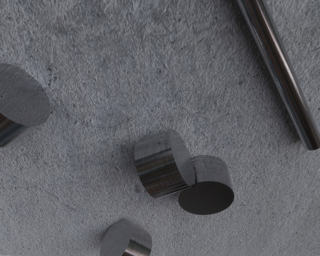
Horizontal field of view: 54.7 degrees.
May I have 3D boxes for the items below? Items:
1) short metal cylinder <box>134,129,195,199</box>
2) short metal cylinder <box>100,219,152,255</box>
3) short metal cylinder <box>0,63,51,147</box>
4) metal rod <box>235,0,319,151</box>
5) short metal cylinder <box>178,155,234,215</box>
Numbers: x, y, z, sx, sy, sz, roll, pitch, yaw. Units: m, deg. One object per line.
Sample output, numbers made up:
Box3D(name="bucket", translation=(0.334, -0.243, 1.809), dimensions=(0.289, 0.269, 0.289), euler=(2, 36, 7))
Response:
Box3D(name="short metal cylinder", translation=(0.008, 0.048, 0.412), dimensions=(0.050, 0.080, 0.080), euler=(-21, 127, 17))
Box3D(name="short metal cylinder", translation=(-0.060, 0.210, 0.549), dimensions=(0.080, 0.080, 0.050), euler=(-35, 122, 26))
Box3D(name="short metal cylinder", translation=(-0.173, -0.025, 0.348), dimensions=(0.050, 0.080, 0.080), euler=(-32, 124, 24))
Box3D(name="metal rod", translation=(0.130, -0.075, 0.344), dimensions=(0.025, 0.025, 0.300), euler=(-26, 126, 20))
Box3D(name="short metal cylinder", translation=(0.067, 0.086, 0.465), dimensions=(0.081, 0.050, 0.079), euler=(0, 130, 0))
